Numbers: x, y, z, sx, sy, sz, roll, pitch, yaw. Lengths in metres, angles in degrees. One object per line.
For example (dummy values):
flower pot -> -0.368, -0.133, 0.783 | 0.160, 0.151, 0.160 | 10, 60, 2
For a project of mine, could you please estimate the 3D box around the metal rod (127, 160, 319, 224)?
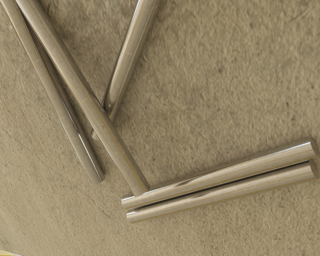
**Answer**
metal rod -> 0.062, 0.097, 0.432 | 0.299, 0.025, 0.025 | -25, 105, 36

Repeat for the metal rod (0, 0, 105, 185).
metal rod -> -0.150, -0.044, 0.455 | 0.025, 0.025, 0.298 | -7, 115, 31

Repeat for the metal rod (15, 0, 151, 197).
metal rod -> -0.099, -0.043, 0.402 | 0.025, 0.025, 0.299 | -27, 95, 37

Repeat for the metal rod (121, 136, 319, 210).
metal rod -> 0.056, 0.071, 0.419 | 0.299, 0.025, 0.025 | -25, 105, 36

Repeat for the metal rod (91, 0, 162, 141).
metal rod -> -0.034, -0.092, 0.366 | 0.025, 0.025, 0.298 | 33, 129, 6
